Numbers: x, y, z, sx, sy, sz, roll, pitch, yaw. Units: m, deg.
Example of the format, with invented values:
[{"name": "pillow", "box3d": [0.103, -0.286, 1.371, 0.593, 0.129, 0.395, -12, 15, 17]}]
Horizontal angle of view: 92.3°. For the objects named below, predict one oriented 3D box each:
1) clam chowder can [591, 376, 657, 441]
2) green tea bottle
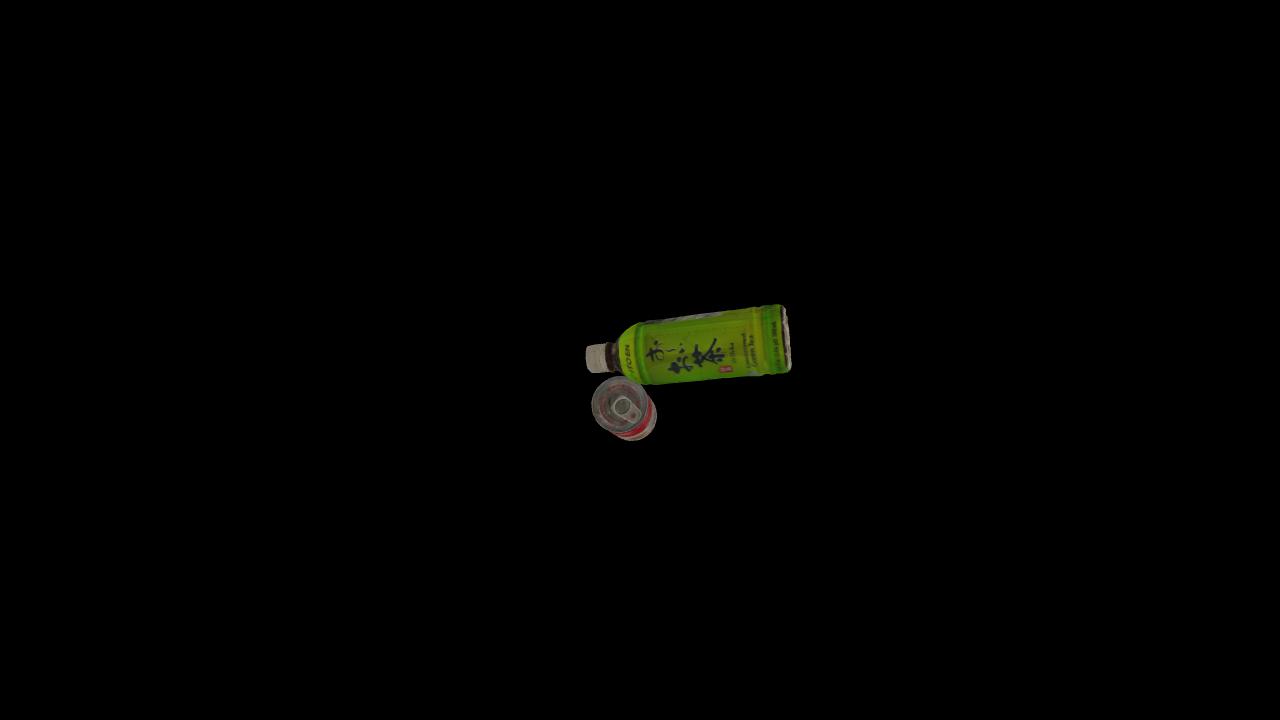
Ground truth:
[{"name": "clam chowder can", "box3d": [-0.016, 0.062, 0.762, 0.068, 0.068, 0.102, 0, -13, 9]}, {"name": "green tea bottle", "box3d": [0.046, -0.012, 0.637, 0.212, 0.073, 0.073, -5, -2, 18]}]
